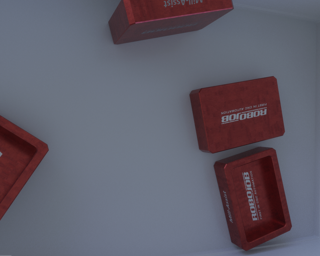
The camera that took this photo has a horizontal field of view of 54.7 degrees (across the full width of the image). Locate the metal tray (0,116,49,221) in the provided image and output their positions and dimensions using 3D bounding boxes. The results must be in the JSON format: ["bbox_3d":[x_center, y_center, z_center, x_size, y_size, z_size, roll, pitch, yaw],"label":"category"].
[{"bbox_3d":[-0.187,0.049,0.308,0.090,0.030,0.130,36,51,-17],"label":"metal tray"}]

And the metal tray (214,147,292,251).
[{"bbox_3d":[0.138,0.101,0.458,0.091,0.030,0.129,-16,95,-19],"label":"metal tray"}]

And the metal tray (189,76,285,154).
[{"bbox_3d":[0.114,-0.021,0.450,0.131,0.030,0.089,-12,94,-20],"label":"metal tray"}]

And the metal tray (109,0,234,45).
[{"bbox_3d":[0.011,-0.138,0.379,0.131,0.090,0.030,-16,96,-19],"label":"metal tray"}]
